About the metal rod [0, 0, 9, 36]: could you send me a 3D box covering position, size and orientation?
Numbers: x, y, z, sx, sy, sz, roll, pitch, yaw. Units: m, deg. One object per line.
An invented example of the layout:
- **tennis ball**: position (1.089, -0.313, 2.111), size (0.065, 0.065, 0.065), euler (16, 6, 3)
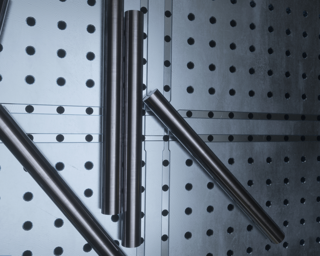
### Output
- **metal rod**: position (-0.211, -0.008, 0.334), size (0.025, 0.025, 0.298), euler (13, 86, -20)

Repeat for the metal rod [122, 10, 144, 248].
- **metal rod**: position (-0.035, 0.001, 0.400), size (0.025, 0.025, 0.298), euler (1, 90, -20)

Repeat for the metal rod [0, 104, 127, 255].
- **metal rod**: position (-0.103, 0.100, 0.375), size (0.025, 0.025, 0.299), euler (-39, 103, -16)

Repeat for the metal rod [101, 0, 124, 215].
- **metal rod**: position (-0.059, -0.043, 0.391), size (0.025, 0.025, 0.298), euler (1, 90, -20)

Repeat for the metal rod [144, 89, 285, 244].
- **metal rod**: position (0.085, 0.063, 0.445), size (0.025, 0.025, 0.300), euler (-46, 105, -14)
